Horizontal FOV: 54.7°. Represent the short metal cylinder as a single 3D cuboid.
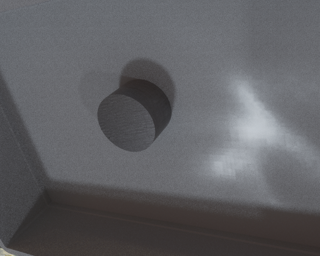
[{"bbox_3d":[-0.032,-0.016,0.398,0.080,0.050,0.079,13,124,20],"label":"short metal cylinder"}]
